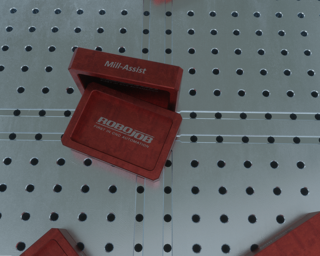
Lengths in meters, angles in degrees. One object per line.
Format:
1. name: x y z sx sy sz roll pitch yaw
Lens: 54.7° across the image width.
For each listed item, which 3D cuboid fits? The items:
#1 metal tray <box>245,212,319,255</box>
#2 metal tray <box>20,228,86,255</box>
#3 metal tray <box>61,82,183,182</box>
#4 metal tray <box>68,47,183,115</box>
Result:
1. metal tray: 0.159 0.166 0.351 0.131 0.030 0.090 -28 73 -10
2. metal tray: -0.108 0.188 0.338 0.090 0.030 0.130 -41 75 -14
3. metal tray: -0.047 0.005 0.399 0.131 0.030 0.090 21 78 6
4. metal tray: -0.040 -0.055 0.396 0.131 0.090 0.030 12 71 4
